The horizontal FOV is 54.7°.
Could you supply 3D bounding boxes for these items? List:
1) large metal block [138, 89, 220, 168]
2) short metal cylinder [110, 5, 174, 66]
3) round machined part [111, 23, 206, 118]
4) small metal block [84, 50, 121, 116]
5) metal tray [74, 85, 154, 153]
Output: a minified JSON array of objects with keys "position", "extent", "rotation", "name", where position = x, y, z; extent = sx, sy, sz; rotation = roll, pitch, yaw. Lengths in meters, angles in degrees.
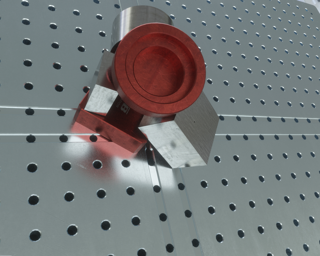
[{"position":[0.028,-0.007,0.390],"extent":[0.080,0.050,0.080],"rotation":[52,44,-32],"name":"large metal block"},{"position":[-0.021,-0.103,0.387],"extent":[0.081,0.080,0.050],"rotation":[13,57,-22],"name":"short metal cylinder"},{"position":[-0.004,-0.059,0.337],"extent":[0.099,0.042,0.097],"rotation":[3,81,-17],"name":"round machined part"},{"position":[-0.062,-0.050,0.350],"extent":[0.025,0.050,0.050],"rotation":[18,55,-19],"name":"small metal block"},{"position":[-0.041,-0.042,0.410],"extent":[0.090,0.030,0.130],"rotation":[30,52,-9],"name":"metal tray"}]
